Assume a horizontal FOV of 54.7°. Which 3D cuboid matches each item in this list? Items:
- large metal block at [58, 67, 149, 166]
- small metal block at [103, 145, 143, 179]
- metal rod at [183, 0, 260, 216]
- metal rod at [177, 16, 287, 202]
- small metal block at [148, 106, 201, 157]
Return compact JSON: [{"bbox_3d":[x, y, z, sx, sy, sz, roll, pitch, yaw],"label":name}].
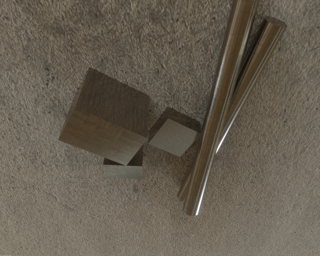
[{"bbox_3d":[-0.061,-0.014,0.358,0.080,0.080,0.050,24,126,-20],"label":"large metal block"},{"bbox_3d":[-0.049,0.042,0.426,0.050,0.050,0.025,3,130,-3],"label":"small metal block"},{"bbox_3d":[0.065,-0.003,0.381,0.025,0.025,0.298,5,123,-5],"label":"metal rod"},{"bbox_3d":[0.079,0.001,0.409,0.025,0.025,0.298,11,129,-10],"label":"metal rod"},{"bbox_3d":[0.019,0.006,0.413,0.050,0.025,0.050,24,126,-20],"label":"small metal block"}]
